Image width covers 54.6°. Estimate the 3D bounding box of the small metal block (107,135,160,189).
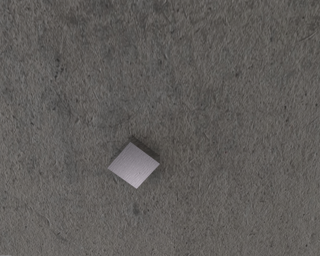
[{"bbox_3d":[-0.035,0.047,0.427,0.050,0.025,0.050,38,106,-13],"label":"small metal block"}]
